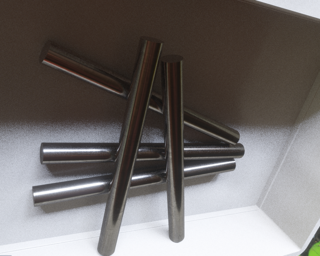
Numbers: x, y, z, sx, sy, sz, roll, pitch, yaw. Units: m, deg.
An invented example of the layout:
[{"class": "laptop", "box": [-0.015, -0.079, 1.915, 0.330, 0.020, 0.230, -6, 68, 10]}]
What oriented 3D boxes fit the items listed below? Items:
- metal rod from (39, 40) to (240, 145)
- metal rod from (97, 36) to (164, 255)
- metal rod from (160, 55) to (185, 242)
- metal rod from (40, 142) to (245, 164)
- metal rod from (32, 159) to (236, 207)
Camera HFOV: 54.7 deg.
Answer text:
[{"class": "metal rod", "box": [0.001, -0.030, 0.390, 0.302, 0.025, 0.025, 22, 107, -37]}, {"class": "metal rod", "box": [-0.042, 0.041, 0.377, 0.025, 0.025, 0.298, 0, 119, -29]}, {"class": "metal rod", "box": [0.020, 0.049, 0.417, 0.025, 0.025, 0.298, -17, 125, -19]}, {"class": "metal rod", "box": [-0.003, 0.033, 0.426, 0.303, 0.025, 0.025, 2, 118, -30]}, {"class": "metal rod", "box": [-0.018, 0.071, 0.442, 0.303, 0.025, 0.025, -5, 121, -26]}]
